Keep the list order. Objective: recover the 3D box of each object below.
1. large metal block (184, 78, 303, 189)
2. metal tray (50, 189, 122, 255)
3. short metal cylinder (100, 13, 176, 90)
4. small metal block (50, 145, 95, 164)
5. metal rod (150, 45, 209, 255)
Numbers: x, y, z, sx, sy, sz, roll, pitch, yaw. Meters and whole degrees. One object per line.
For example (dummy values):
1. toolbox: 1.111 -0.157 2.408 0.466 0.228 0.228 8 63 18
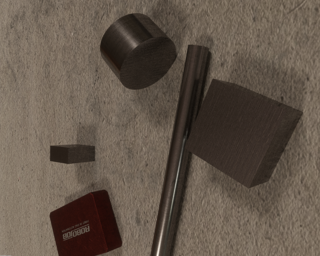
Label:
1. large metal block: 0.084 0.003 0.319 0.080 0.050 0.079 32 110 35
2. metal tray: -0.124 0.163 0.501 0.130 0.030 0.090 -30 71 35
3. short metal cylinder: -0.027 -0.095 0.390 0.080 0.081 0.050 -52 60 27
4. small metal block: -0.142 0.041 0.503 0.050 0.050 0.025 2 91 39
5. metal rod: 0.020 0.050 0.386 0.025 0.025 0.298 16 100 38
